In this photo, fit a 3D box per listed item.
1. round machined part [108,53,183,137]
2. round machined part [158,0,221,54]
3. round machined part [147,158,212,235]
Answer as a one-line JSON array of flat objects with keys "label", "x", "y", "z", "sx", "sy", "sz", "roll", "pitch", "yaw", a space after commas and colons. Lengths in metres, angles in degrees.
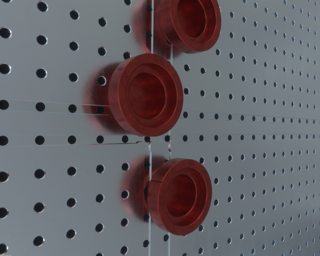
[{"label": "round machined part", "x": -0.021, "y": -0.038, "z": 0.379, "sx": 0.099, "sy": 0.042, "sz": 0.097, "roll": 0, "pitch": 90, "yaw": -40}, {"label": "round machined part", "x": 0.037, "y": -0.151, "z": 0.427, "sx": 0.099, "sy": 0.042, "sz": 0.097, "roll": 0, "pitch": 90, "yaw": -40}, {"label": "round machined part", "x": 0.021, "y": 0.089, "z": 0.415, "sx": 0.099, "sy": 0.042, "sz": 0.097, "roll": 0, "pitch": 90, "yaw": -40}]
